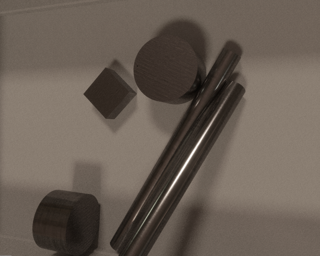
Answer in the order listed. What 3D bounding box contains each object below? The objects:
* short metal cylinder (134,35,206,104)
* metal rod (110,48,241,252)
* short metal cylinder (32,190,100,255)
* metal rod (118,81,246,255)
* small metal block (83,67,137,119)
[{"bbox_3d":[0.014,-0.071,0.392,0.080,0.050,0.079,0,90,19],"label":"short metal cylinder"},{"bbox_3d":[0.015,0.036,0.404,0.025,0.025,0.299,33,100,16],"label":"metal rod"},{"bbox_3d":[-0.125,0.128,0.424,0.050,0.080,0.079,3,91,20],"label":"short metal cylinder"},{"bbox_3d":[0.013,0.071,0.339,0.025,0.025,0.300,29,74,17],"label":"metal rod"},{"bbox_3d":[-0.070,-0.048,0.434,0.050,0.025,0.050,46,104,14],"label":"small metal block"}]
